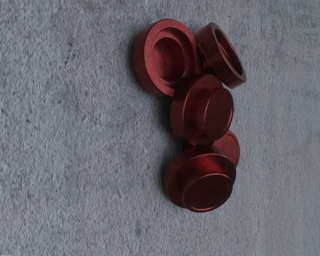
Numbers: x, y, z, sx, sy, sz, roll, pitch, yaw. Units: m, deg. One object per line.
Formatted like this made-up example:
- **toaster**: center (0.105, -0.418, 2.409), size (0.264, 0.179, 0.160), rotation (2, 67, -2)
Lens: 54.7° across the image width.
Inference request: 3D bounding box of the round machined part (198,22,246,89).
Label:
- **round machined part**: center (0.082, -0.099, 0.448), size (0.098, 0.042, 0.098), rotation (40, 35, -35)

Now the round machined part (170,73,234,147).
- **round machined part**: center (0.061, -0.021, 0.406), size (0.099, 0.042, 0.097), rotation (-17, 113, -45)

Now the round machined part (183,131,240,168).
- **round machined part**: center (0.084, 0.037, 0.468), size (0.099, 0.042, 0.097), rotation (0, 90, -40)

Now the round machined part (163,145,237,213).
- **round machined part**: center (0.057, 0.074, 0.412), size (0.099, 0.042, 0.097), rotation (-8, 124, -12)

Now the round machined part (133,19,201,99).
- **round machined part**: center (0.005, -0.086, 0.401), size (0.099, 0.042, 0.097), rotation (0, 90, -40)
